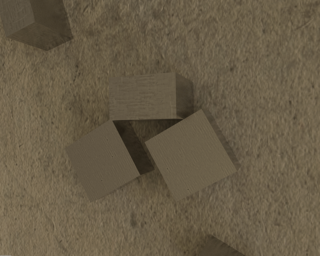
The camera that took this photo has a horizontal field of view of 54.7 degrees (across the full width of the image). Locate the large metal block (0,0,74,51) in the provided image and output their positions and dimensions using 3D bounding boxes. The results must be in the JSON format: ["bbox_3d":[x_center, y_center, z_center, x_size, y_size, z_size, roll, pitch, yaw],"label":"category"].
[{"bbox_3d":[-0.178,-0.165,0.441,0.050,0.080,0.080,-19,84,19],"label":"large metal block"}]

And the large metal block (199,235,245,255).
[{"bbox_3d":[0.075,0.178,0.353,0.080,0.080,0.050,28,99,17],"label":"large metal block"}]

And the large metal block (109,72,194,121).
[{"bbox_3d":[-0.007,-0.034,0.381,0.080,0.080,0.050,-1,90,20],"label":"large metal block"}]

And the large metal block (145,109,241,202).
[{"bbox_3d":[0.041,0.032,0.381,0.080,0.050,0.080,-31,80,17],"label":"large metal block"}]

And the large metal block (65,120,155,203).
[{"bbox_3d":[-0.067,0.042,0.418,0.080,0.050,0.080,-31,80,17],"label":"large metal block"}]
